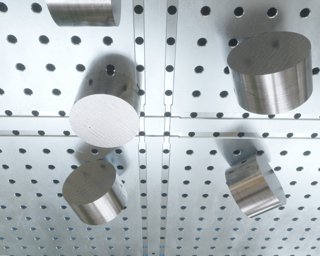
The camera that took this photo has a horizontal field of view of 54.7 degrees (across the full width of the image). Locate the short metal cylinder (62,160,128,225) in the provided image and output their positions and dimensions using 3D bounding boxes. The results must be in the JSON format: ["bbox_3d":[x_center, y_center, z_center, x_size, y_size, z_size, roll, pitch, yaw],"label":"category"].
[{"bbox_3d":[-0.094,0.094,0.454,0.080,0.080,0.050,-11,129,9],"label":"short metal cylinder"}]

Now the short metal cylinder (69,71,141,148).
[{"bbox_3d":[-0.064,-0.022,0.376,0.081,0.050,0.079,-1,130,0],"label":"short metal cylinder"}]

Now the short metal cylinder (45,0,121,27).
[{"bbox_3d":[-0.063,-0.128,0.265,0.050,0.080,0.079,-1,130,0],"label":"short metal cylinder"}]

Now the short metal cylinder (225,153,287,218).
[{"bbox_3d":[0.138,0.083,0.448,0.050,0.080,0.080,-33,123,24],"label":"short metal cylinder"}]

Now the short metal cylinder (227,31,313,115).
[{"bbox_3d":[0.116,-0.059,0.327,0.080,0.080,0.050,-15,129,12],"label":"short metal cylinder"}]
